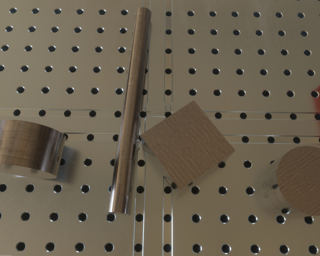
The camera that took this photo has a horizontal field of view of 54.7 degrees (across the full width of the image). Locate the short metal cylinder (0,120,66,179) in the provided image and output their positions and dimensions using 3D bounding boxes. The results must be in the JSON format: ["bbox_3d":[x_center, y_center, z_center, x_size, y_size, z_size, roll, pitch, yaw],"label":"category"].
[{"bbox_3d":[-0.159,0.028,0.370,0.080,0.080,0.050,6,70,2],"label":"short metal cylinder"}]

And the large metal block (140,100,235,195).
[{"bbox_3d":[0.032,0.026,0.389,0.080,0.050,0.080,-34,74,-12],"label":"large metal block"}]

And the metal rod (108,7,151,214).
[{"bbox_3d":[-0.038,-0.037,0.424,0.025,0.025,0.299,5,70,1],"label":"metal rod"}]

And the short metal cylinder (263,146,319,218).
[{"bbox_3d":[0.173,0.067,0.376,0.081,0.050,0.080,0,70,0],"label":"short metal cylinder"}]
